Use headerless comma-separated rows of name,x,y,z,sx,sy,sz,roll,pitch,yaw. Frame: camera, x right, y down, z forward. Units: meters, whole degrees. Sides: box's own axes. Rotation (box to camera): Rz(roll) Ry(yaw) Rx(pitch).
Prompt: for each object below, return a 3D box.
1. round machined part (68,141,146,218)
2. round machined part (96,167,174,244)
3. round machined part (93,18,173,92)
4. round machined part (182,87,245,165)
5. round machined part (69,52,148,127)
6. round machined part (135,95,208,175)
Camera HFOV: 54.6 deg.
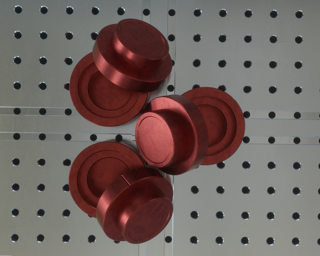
round machined part,-0.064,0.065,0.404,0.099,0.042,0.097,0,90,0
round machined part,-0.023,0.100,0.376,0.099,0.042,0.097,-20,128,-27
round machined part,-0.028,-0.094,0.377,0.099,0.042,0.098,16,49,-20
round machined part,0.057,-0.003,0.405,0.099,0.042,0.097,0,90,0
round machined part,-0.063,-0.050,0.403,0.099,0.042,0.097,0,90,0
round machined part,0.007,0.010,0.375,0.042,0.098,0.098,-14,90,-42
